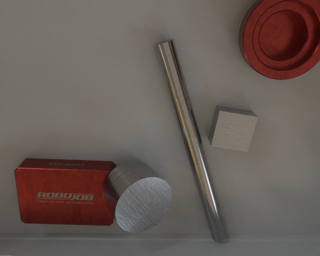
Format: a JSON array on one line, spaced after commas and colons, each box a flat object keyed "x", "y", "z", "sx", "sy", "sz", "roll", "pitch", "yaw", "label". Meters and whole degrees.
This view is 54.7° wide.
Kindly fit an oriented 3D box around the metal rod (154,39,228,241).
[{"x": 0.048, "y": 0.030, "z": 0.423, "sx": 0.025, "sy": 0.025, "sz": 0.298, "roll": -16, "pitch": 110, "yaw": 5, "label": "metal rod"}]

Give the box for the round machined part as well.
[{"x": 0.141, "y": -0.109, "z": 0.364, "sx": 0.099, "sy": 0.042, "sz": 0.097, "roll": 0, "pitch": 110, "yaw": -1, "label": "round machined part"}]

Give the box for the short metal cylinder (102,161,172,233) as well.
[{"x": -0.031, "y": 0.090, "z": 0.414, "sx": 0.081, "sy": 0.050, "sz": 0.079, "roll": -12, "pitch": 114, "yaw": -27, "label": "short metal cylinder"}]

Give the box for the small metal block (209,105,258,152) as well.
[{"x": 0.096, "y": 0.001, "z": 0.413, "sx": 0.050, "sy": 0.025, "sz": 0.050, "roll": 9, "pitch": 110, "yaw": -4, "label": "small metal block"}]

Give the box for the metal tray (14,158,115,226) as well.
[{"x": -0.131, "y": 0.092, "z": 0.441, "sx": 0.131, "sy": 0.030, "sz": 0.089, "roll": 2, "pitch": 110, "yaw": -2, "label": "metal tray"}]
